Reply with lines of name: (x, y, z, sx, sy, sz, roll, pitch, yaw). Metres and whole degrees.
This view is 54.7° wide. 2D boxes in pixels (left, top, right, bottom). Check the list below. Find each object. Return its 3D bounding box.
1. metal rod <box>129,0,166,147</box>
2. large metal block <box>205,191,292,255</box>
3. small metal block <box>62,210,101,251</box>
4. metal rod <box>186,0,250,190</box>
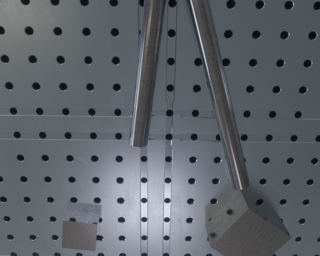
metal rod: (-0.010, -0.118, 0.369, 0.025, 0.025, 0.298, 7, 110, -3)
large metal block: (0.127, 0.152, 0.457, 0.080, 0.050, 0.080, 35, 106, -12)
small metal block: (-0.119, 0.156, 0.470, 0.050, 0.025, 0.050, 8, 110, -3)
metal rod: (0.074, -0.053, 0.394, 0.025, 0.025, 0.298, -16, 110, 5)
